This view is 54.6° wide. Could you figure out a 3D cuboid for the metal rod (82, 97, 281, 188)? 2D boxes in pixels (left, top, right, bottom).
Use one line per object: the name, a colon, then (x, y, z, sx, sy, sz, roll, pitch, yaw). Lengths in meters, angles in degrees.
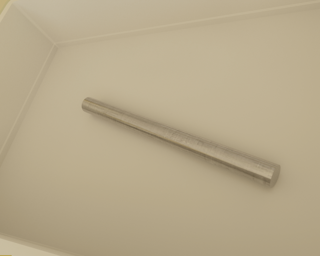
metal rod: (0.002, 0.006, 0.400, 0.300, 0.025, 0.025, 20, 73, 35)
